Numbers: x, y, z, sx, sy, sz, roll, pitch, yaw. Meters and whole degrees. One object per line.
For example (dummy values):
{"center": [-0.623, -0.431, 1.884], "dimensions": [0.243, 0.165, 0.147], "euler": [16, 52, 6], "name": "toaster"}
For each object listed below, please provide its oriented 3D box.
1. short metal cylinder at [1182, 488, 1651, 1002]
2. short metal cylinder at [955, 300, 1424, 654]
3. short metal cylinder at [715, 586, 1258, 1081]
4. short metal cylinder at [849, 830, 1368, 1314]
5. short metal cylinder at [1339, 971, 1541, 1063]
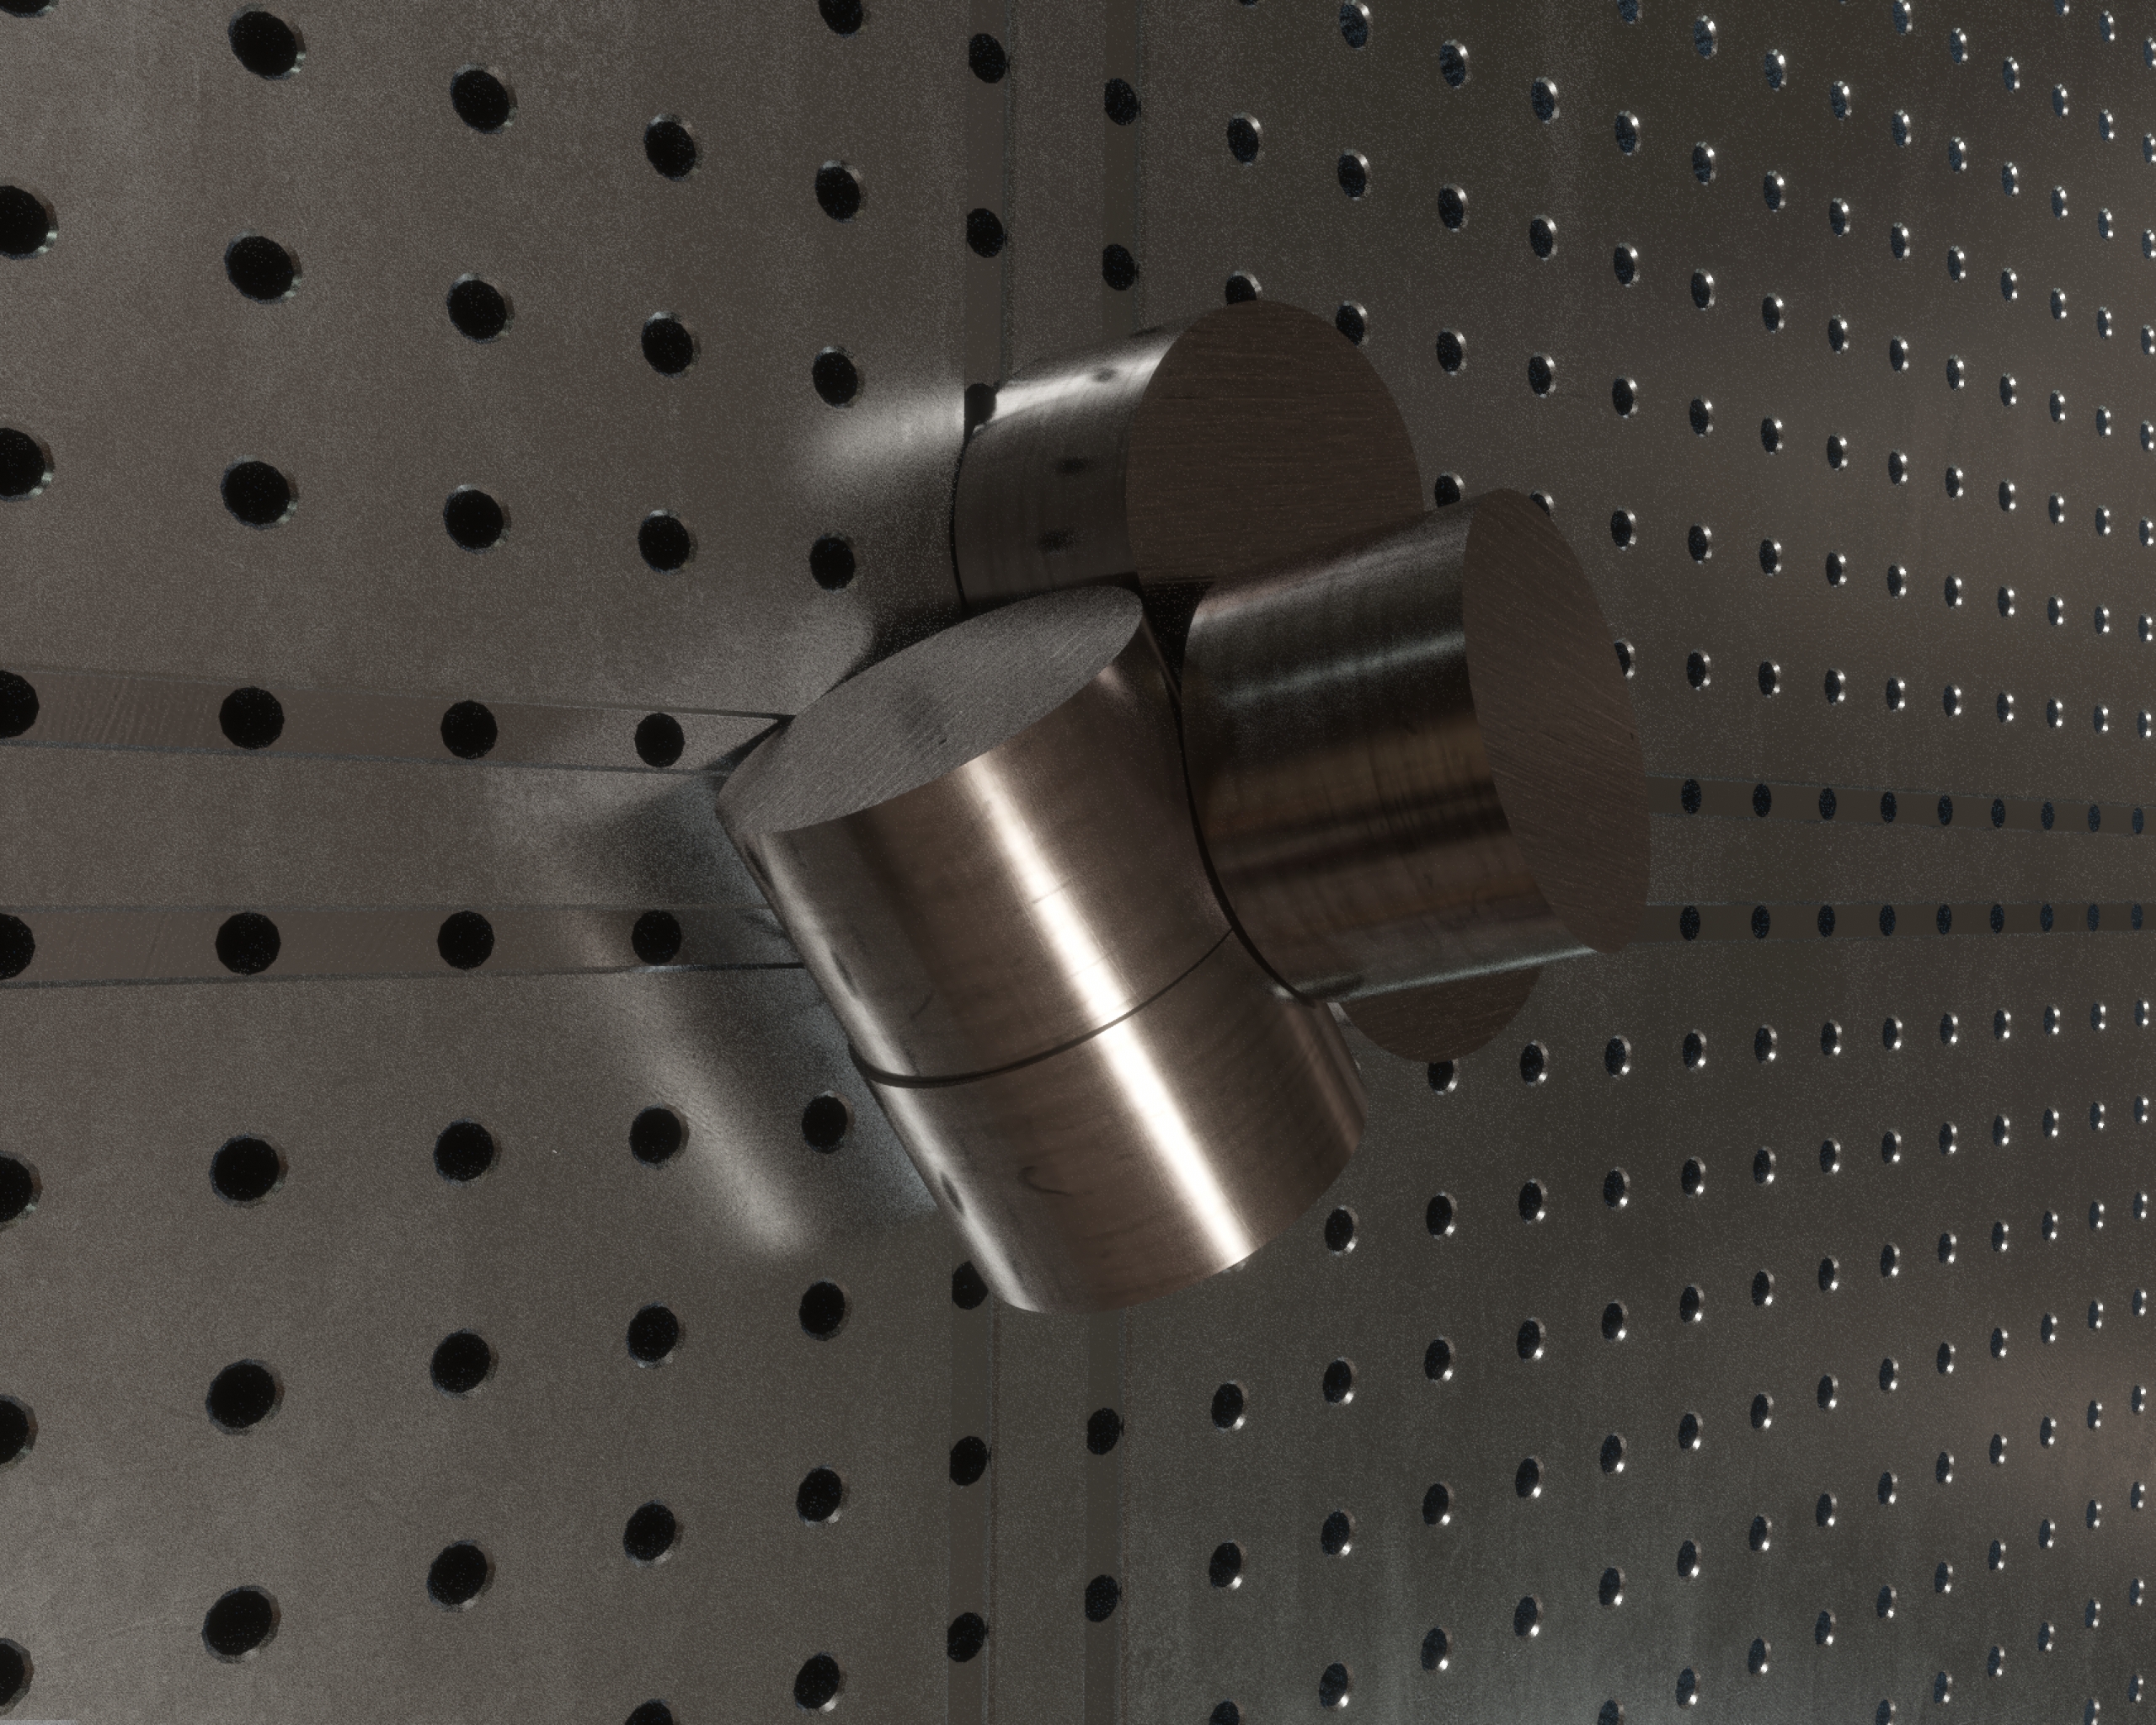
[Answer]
{"center": [0.060, -0.019, 0.362], "dimensions": [0.080, 0.050, 0.080], "euler": [28, 55, -51], "name": "short metal cylinder"}
{"center": [0.023, -0.066, 0.413], "dimensions": [0.081, 0.050, 0.079], "euler": [0, 90, -40], "name": "short metal cylinder"}
{"center": [-0.015, -0.006, 0.363], "dimensions": [0.080, 0.080, 0.050], "euler": [-41, 116, -32], "name": "short metal cylinder"}
{"center": [0.006, 0.036, 0.380], "dimensions": [0.080, 0.080, 0.050], "euler": [-41, 116, -32], "name": "short metal cylinder"}
{"center": [0.057, 0.001, 0.442], "dimensions": [0.081, 0.050, 0.079], "euler": [0, 90, -40], "name": "short metal cylinder"}
